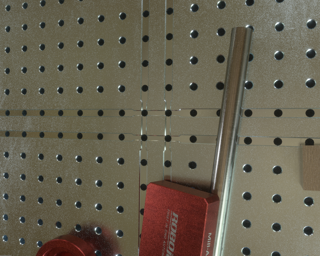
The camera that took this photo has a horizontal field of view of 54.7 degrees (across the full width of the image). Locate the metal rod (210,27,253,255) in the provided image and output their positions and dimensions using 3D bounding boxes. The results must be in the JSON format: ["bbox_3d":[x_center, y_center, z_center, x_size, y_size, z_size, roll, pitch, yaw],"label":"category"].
[{"bbox_3d":[0.081,0.028,0.383,0.025,0.025,0.298,8,93,19],"label":"metal rod"}]

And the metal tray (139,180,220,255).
[{"bbox_3d":[0.020,0.139,0.388,0.090,0.030,0.129,9,93,37],"label":"metal tray"}]

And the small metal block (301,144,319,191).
[{"bbox_3d":[0.187,0.044,0.347,0.050,0.025,0.050,-1,90,19],"label":"small metal block"}]

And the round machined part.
[{"bbox_3d":[-0.129,0.203,0.448,0.098,0.042,0.097,0,90,19],"label":"round machined part"}]
